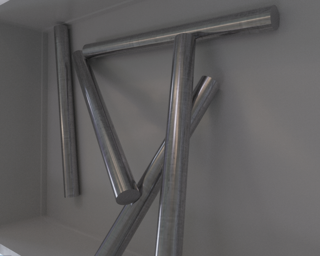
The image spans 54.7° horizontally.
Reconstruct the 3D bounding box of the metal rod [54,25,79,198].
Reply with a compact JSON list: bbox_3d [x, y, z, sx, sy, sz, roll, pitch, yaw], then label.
[{"bbox_3d":[-0.164,-0.031,0.542,0.025,0.025,0.298,-8,85,40],"label":"metal rod"}]

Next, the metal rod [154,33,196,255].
[{"bbox_3d":[0.015,0.037,0.307,0.025,0.025,0.299,-12,63,39],"label":"metal rod"}]

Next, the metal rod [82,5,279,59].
[{"bbox_3d":[0.000,-0.117,0.406,0.300,0.025,0.025,3,92,40],"label":"metal rod"}]

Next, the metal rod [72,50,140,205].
[{"bbox_3d":[-0.084,-0.025,0.417,0.025,0.025,0.300,-56,40,25],"label":"metal rod"}]

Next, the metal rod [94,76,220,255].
[{"bbox_3d":[-0.017,0.073,0.337,0.025,0.025,0.300,24,79,37],"label":"metal rod"}]
